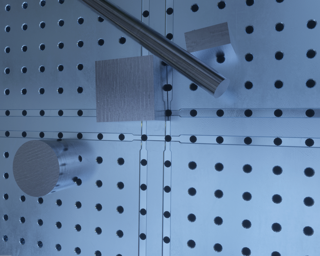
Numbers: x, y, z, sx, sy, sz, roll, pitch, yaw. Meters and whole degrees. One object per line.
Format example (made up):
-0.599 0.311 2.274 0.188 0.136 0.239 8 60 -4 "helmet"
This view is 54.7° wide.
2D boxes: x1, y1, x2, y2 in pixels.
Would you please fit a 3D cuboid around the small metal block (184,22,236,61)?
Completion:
0.062 -0.103 0.377 0.050 0.050 0.025 -9 87 19 "small metal block"

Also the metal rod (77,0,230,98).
-0.037 -0.129 0.395 0.300 0.025 0.025 40 103 26 "metal rod"

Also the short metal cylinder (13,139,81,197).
-0.166 0.056 0.456 0.080 0.050 0.079 0 90 19 "short metal cylinder"

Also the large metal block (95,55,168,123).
-0.037 -0.048 0.411 0.080 0.050 0.079 -2 90 19 "large metal block"
